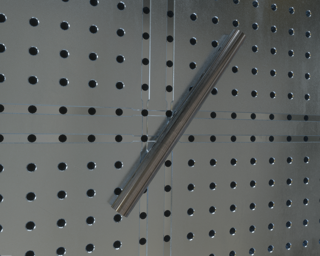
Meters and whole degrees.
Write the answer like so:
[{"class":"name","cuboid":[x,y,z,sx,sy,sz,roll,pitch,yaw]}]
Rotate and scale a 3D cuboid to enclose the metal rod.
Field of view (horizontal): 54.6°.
[{"class":"metal rod","cuboid":[0.032,-0.014,0.423,0.025,0.025,0.300,38,78,-16]}]
